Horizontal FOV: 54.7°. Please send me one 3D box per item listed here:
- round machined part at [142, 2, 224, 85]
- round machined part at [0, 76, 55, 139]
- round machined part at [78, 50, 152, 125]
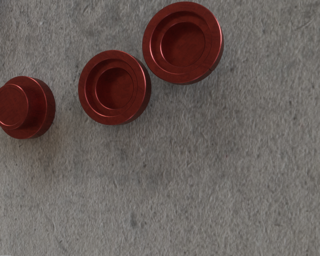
[{"bbox_3d":[0.031,-0.102,0.388,0.098,0.042,0.097,0,90,19],"label":"round machined part"},{"bbox_3d":[-0.214,-0.031,0.473,0.098,0.042,0.097,0,90,19],"label":"round machined part"},{"bbox_3d":[-0.057,-0.052,0.419,0.098,0.042,0.097,0,90,19],"label":"round machined part"}]
